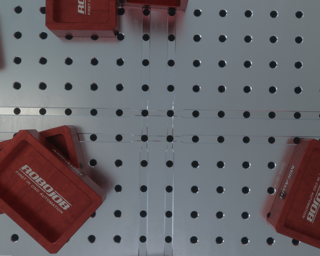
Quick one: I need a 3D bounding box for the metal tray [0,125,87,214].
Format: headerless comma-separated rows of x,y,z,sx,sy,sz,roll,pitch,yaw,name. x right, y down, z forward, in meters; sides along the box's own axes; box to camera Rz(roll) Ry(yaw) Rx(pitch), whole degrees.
-0.169,0.055,0.409,0.131,0.030,0.090,-15,90,0,metal tray

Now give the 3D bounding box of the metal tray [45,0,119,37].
-0.100,-0.190,0.410,0.090,0.030,0.129,0,90,0,metal tray

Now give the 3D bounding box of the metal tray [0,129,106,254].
-0.143,0.075,0.379,0.130,0.030,0.090,42,90,0,metal tray

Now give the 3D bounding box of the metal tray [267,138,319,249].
0.211,0.088,0.412,0.090,0.030,0.129,21,90,0,metal tray

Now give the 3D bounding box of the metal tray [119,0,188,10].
-0.008,-0.179,0.361,0.090,0.130,0.030,5,90,0,metal tray
